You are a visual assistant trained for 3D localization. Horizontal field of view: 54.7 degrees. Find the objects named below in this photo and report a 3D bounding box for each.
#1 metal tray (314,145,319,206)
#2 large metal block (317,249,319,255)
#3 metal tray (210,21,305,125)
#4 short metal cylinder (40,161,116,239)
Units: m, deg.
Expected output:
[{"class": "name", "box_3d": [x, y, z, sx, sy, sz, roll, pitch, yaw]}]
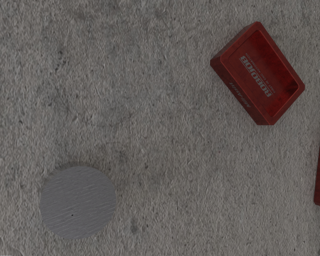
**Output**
[{"class": "metal tray", "box_3d": [0.311, 0.070, 0.521, 0.091, 0.030, 0.129, 9, 87, -20]}, {"class": "large metal block", "box_3d": [0.322, 0.220, 0.500, 0.080, 0.080, 0.050, 46, 76, -15]}, {"class": "metal tray", "box_3d": [0.147, -0.078, 0.460, 0.090, 0.030, 0.130, -45, 104, -15]}, {"class": "short metal cylinder", "box_3d": [-0.096, 0.081, 0.361, 0.081, 0.050, 0.080, 0, 90, -20]}]
